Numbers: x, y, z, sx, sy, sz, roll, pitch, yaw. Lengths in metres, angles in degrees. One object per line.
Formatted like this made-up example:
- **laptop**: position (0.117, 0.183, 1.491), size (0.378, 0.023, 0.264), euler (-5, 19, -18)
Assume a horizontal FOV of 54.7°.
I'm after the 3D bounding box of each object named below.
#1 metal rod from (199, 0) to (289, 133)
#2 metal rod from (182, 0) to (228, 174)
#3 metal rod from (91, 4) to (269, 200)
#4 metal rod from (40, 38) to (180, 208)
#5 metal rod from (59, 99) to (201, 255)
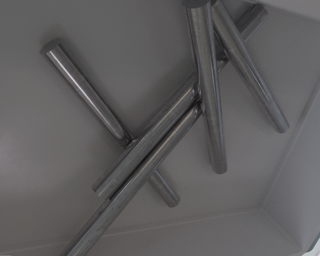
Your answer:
- **metal rod**: position (0.124, -0.062, 0.406), size (0.025, 0.025, 0.301), euler (-47, 139, 5)
- **metal rod**: position (0.064, -0.024, 0.386), size (0.025, 0.025, 0.299), euler (-31, 142, -8)
- **metal rod**: position (0.026, -0.034, 0.380), size (0.300, 0.025, 0.025), euler (-48, 129, -3)
- **metal rod**: position (-0.043, 0.018, 0.395), size (0.025, 0.025, 0.299), euler (-36, 129, -4)
- **metal rod**: position (-0.035, 0.070, 0.391), size (0.300, 0.025, 0.025), euler (-50, 130, -8)
